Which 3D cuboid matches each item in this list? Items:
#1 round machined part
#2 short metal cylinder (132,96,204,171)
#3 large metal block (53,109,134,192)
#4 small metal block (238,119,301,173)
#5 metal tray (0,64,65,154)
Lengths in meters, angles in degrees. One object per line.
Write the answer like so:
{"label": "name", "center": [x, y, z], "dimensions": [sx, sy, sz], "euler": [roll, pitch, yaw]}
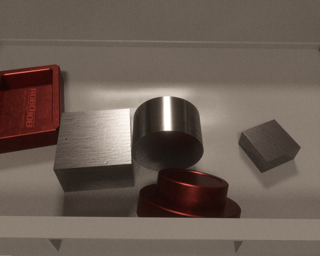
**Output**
{"label": "round machined part", "center": [0.029, 0.068, 0.301], "dimensions": [0.099, 0.098, 0.042], "euler": [9, 94, 7]}
{"label": "short metal cylinder", "center": [0.008, 0.009, 0.362], "dimensions": [0.081, 0.080, 0.050], "euler": [0, 50, -1]}
{"label": "large metal block", "center": [-0.074, 0.025, 0.367], "dimensions": [0.081, 0.050, 0.080], "euler": [-4, 50, -4]}
{"label": "small metal block", "center": [0.136, 0.022, 0.389], "dimensions": [0.050, 0.025, 0.050], "euler": [-20, 53, -16]}
{"label": "metal tray", "center": [-0.181, -0.031, 0.425], "dimensions": [0.091, 0.030, 0.130], "euler": [-9, 51, -8]}
